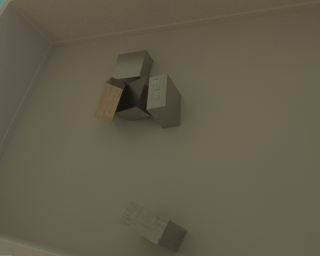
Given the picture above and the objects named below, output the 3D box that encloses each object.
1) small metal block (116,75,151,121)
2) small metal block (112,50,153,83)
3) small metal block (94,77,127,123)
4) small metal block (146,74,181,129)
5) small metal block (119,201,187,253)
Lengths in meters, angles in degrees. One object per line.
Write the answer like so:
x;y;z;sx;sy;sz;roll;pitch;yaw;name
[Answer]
-0.030;-0.041;0.434;0.050;0.025;0.050;-11;54;49;small metal block
-0.043;-0.090;0.482;0.050;0.025;0.050;-2;61;26;small metal block
-0.069;-0.040;0.436;0.050;0.025;0.050;-87;18;-72;small metal block
0.007;-0.034;0.406;0.025;0.050;0.050;-10;58;22;small metal block
-0.006;0.105;0.328;0.050;0.050;0.025;17;71;34;small metal block
